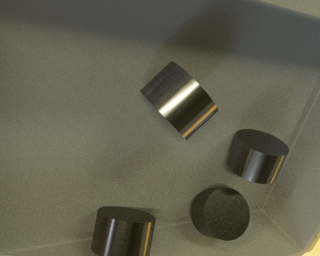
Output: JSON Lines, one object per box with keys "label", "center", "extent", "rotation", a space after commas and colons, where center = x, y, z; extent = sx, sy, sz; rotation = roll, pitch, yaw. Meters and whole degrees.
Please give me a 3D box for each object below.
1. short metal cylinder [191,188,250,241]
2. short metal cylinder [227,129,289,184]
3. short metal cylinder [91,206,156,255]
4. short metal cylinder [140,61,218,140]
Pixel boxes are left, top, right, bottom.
{"label": "short metal cylinder", "center": [0.097, 0.139, 0.505], "extent": [0.081, 0.050, 0.080], "rotation": [4, 76, -17]}
{"label": "short metal cylinder", "center": [0.151, 0.042, 0.481], "extent": [0.081, 0.080, 0.050], "rotation": [-2, 119, -28]}
{"label": "short metal cylinder", "center": [-0.050, 0.143, 0.425], "extent": [0.081, 0.080, 0.050], "rotation": [12, 86, -34]}
{"label": "short metal cylinder", "center": [0.022, -0.032, 0.365], "extent": [0.050, 0.080, 0.080], "rotation": [-44, 129, 2]}
